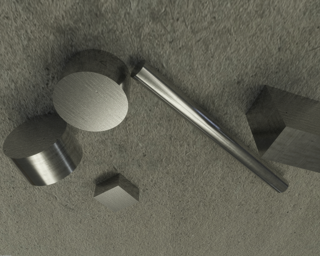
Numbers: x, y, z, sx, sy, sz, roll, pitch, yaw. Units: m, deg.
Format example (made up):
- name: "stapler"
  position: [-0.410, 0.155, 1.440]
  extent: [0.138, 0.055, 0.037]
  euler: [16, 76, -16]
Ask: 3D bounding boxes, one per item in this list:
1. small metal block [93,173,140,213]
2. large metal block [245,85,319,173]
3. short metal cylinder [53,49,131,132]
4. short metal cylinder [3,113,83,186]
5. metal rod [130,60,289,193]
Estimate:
- name: "small metal block"
  position: [-0.069, 0.105, 0.495]
  extent: [0.050, 0.025, 0.050]
  euler: [-28, 125, 21]
- name: "large metal block"
  position: [0.160, 0.000, 0.374]
  extent: [0.081, 0.080, 0.050]
  euler: [14, 129, -13]
- name: "short metal cylinder"
  position: [-0.075, -0.042, 0.354]
  extent: [0.081, 0.050, 0.079]
  euler: [0, 130, 0]
- name: "short metal cylinder"
  position: [-0.146, 0.026, 0.391]
  extent: [0.080, 0.080, 0.050]
  euler: [-10, 129, 8]
- name: "metal rod"
  position: [0.083, 0.012, 0.418]
  extent: [0.301, 0.025, 0.025]
  euler: [36, 121, -27]
